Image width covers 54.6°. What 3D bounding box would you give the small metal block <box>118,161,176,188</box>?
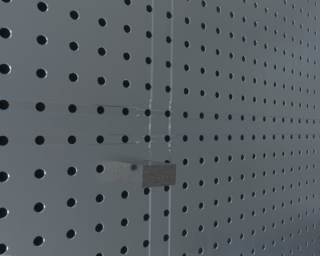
[{"bbox_3d":[-0.016,0.055,0.379,0.050,0.050,0.025,3,88,-40],"label":"small metal block"}]
